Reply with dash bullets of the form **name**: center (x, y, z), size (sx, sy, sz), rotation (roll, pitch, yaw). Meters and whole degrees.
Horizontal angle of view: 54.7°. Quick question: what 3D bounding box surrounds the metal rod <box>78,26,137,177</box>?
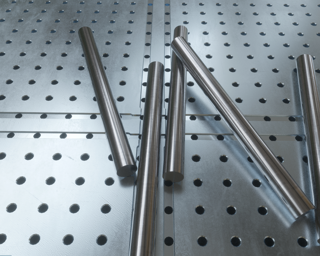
- **metal rod**: center (-0.085, -0.059, 0.455), size (0.025, 0.025, 0.299), rotation (-14, 52, -12)

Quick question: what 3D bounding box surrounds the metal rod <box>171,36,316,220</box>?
- **metal rod**: center (0.092, -0.020, 0.408), size (0.025, 0.025, 0.299), rotation (-20, 58, -16)

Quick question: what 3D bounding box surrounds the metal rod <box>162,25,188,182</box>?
- **metal rod**: center (0.026, -0.058, 0.456), size (0.025, 0.025, 0.300), rotation (4, 50, 2)

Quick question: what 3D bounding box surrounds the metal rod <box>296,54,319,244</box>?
- **metal rod**: center (0.203, 0.003, 0.407), size (0.025, 0.025, 0.300), rotation (9, 50, 7)

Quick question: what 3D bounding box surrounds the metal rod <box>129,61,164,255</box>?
- **metal rod**: center (-0.012, 0.020, 0.390), size (0.025, 0.025, 0.300), rotation (2, 50, 1)
